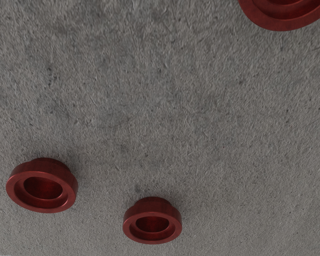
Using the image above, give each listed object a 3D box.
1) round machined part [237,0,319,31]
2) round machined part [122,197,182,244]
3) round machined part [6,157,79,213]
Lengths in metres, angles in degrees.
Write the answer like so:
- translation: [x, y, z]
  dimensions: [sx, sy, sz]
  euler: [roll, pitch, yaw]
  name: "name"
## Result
- translation: [0.114, -0.141, 0.277]
  dimensions: [0.099, 0.042, 0.097]
  euler: [0, 130, 0]
  name: "round machined part"
- translation: [-0.012, 0.154, 0.527]
  dimensions: [0.099, 0.042, 0.097]
  euler: [0, 130, 0]
  name: "round machined part"
- translation: [-0.172, 0.082, 0.464]
  dimensions: [0.099, 0.042, 0.097]
  euler: [0, 130, 0]
  name: "round machined part"
